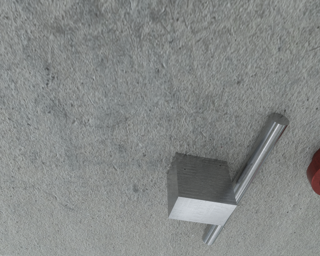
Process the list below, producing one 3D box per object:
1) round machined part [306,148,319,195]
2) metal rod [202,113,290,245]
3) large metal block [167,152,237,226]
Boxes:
[{"bbox_3d":[0.263,0.055,0.448,0.099,0.042,0.097,-1,130,0],"label":"round machined part"},{"bbox_3d":[0.123,0.099,0.493,0.025,0.025,0.298,9,130,-8],"label":"metal rod"},{"bbox_3d":[0.056,0.087,0.446,0.081,0.080,0.050,11,129,-10],"label":"large metal block"}]
